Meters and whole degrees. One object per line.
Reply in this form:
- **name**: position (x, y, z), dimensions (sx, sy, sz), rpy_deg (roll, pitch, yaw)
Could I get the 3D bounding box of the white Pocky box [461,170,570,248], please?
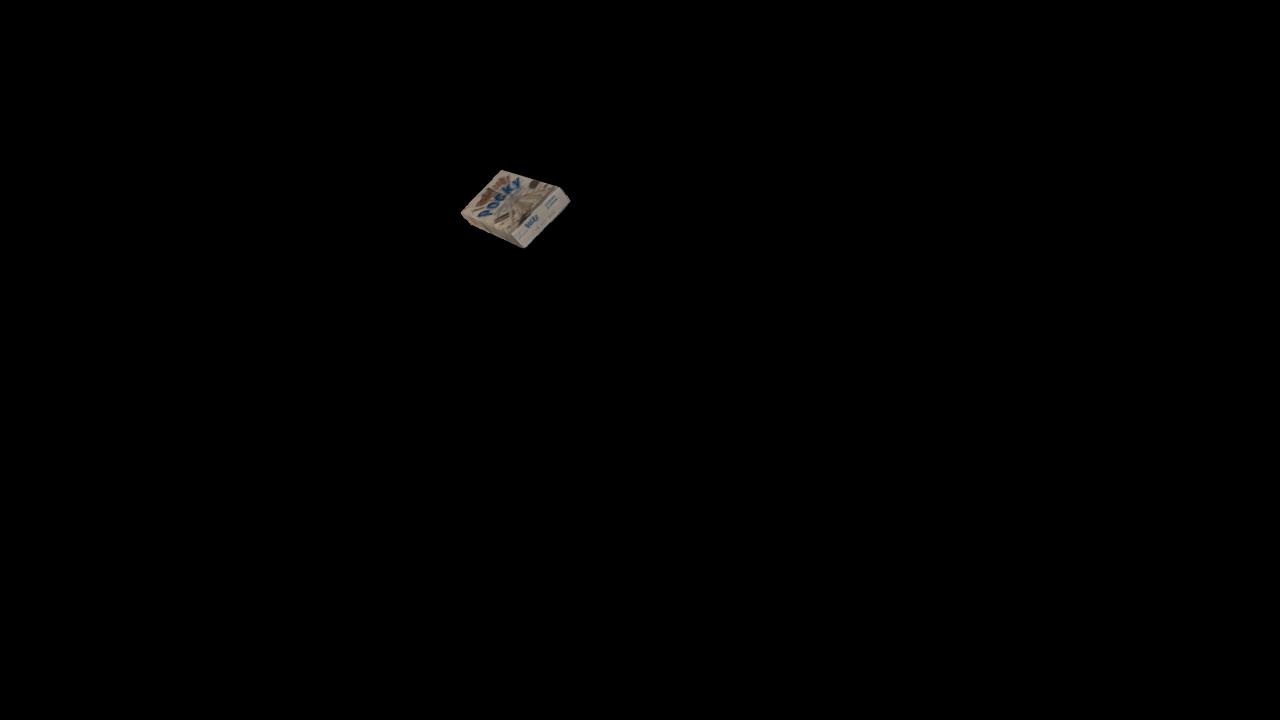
- **white Pocky box**: position (-0.157, -0.189, 0.761), dimensions (0.154, 0.084, 0.028), rpy_deg (30, -14, 46)
